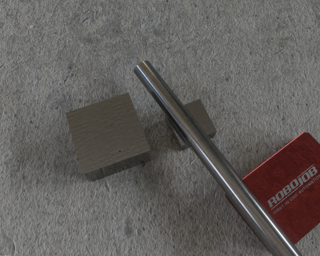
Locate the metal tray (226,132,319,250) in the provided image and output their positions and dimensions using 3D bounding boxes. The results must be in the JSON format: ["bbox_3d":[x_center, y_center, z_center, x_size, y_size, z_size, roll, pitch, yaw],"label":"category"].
[{"bbox_3d":[0.159,0.077,0.379,0.131,0.030,0.090,-34,74,-12],"label":"metal tray"}]

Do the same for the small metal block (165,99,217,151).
[{"bbox_3d":[0.040,-0.004,0.410,0.050,0.025,0.050,-22,72,-8],"label":"small metal block"}]

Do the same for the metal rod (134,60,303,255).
[{"bbox_3d":[0.060,0.033,0.366,0.025,0.025,0.299,-32,71,-11],"label":"metal rod"}]

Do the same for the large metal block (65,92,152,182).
[{"bbox_3d":[-0.063,0.012,0.390,0.081,0.050,0.080,-19,71,-7],"label":"large metal block"}]
